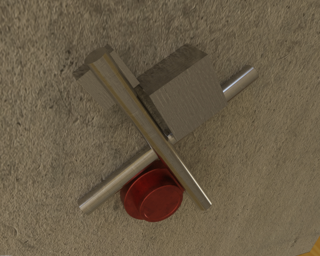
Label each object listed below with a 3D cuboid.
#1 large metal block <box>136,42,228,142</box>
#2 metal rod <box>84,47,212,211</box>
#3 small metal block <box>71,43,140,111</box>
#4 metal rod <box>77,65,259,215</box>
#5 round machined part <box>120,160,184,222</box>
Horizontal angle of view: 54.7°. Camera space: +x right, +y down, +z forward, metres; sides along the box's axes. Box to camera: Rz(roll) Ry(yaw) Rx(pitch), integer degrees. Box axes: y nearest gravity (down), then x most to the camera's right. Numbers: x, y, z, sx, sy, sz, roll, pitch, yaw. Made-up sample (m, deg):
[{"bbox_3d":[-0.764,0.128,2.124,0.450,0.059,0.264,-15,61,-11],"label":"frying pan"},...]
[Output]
[{"bbox_3d":[0.027,-0.044,0.383,0.080,0.050,0.080,-36,130,-5],"label":"large metal block"},{"bbox_3d":[0.004,0.025,0.394,0.025,0.025,0.300,-38,130,-3],"label":"metal rod"},{"bbox_3d":[-0.060,-0.056,0.344,0.050,0.025,0.050,-40,130,-1],"label":"small metal block"},{"bbox_3d":[0.013,0.015,0.428,0.301,0.025,0.025,-39,130,-2],"label":"metal rod"},{"bbox_3d":[-0.005,0.099,0.457,0.099,0.042,0.097,-14,125,-21],"label":"round machined part"}]
